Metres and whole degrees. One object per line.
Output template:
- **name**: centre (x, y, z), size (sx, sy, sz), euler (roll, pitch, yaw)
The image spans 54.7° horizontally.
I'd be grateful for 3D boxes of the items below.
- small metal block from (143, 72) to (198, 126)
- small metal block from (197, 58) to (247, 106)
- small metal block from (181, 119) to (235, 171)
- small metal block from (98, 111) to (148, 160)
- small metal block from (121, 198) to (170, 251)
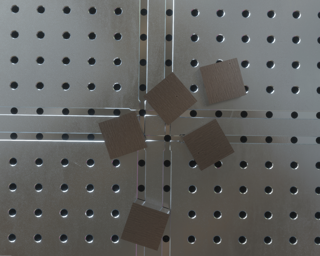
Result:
- **small metal block**: centre (0.013, -0.038, 0.414), size (0.050, 0.025, 0.050), euler (-40, 91, 0)
- **small metal block**: centre (0.082, -0.061, 0.414), size (0.050, 0.025, 0.050), euler (-15, 90, -1)
- **small metal block**: centre (0.063, 0.022, 0.414), size (0.050, 0.025, 0.050), euler (-30, 90, -1)
- **small metal block**: centre (-0.048, 0.009, 0.413), size (0.050, 0.025, 0.050), euler (-19, 90, -1)
- **small metal block**: centre (-0.019, 0.128, 0.413), size (0.050, 0.025, 0.050), euler (19, 90, -1)
